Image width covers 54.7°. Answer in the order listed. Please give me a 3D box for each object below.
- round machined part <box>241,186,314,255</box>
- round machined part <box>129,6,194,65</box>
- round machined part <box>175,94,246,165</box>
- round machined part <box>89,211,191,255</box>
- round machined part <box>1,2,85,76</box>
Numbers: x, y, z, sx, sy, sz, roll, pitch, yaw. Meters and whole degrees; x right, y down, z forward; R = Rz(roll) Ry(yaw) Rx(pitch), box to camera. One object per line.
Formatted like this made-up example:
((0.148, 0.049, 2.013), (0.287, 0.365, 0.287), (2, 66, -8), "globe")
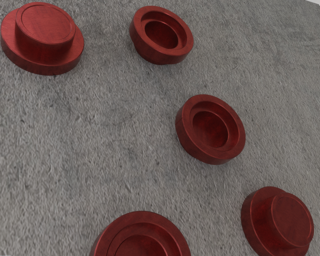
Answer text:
((0.159, 0.123, 0.403), (0.099, 0.042, 0.098), (14, 56, -21), "round machined part")
((-0.001, -0.136, 0.475), (0.099, 0.042, 0.098), (14, 56, -21), "round machined part")
((0.064, 0.006, 0.424), (0.099, 0.042, 0.098), (14, 56, -21), "round machined part")
((-0.021, 0.134, 0.299), (0.099, 0.042, 0.098), (14, 56, -21), "round machined part")
((-0.144, -0.117, 0.387), (0.099, 0.042, 0.098), (14, 56, -21), "round machined part")
